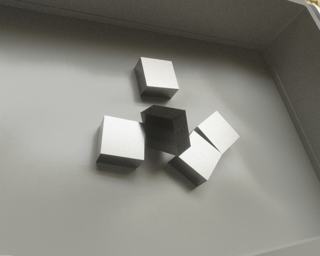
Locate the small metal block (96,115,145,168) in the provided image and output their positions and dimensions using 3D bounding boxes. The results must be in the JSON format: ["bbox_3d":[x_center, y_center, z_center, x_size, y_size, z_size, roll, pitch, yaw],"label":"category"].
[{"bbox_3d":[-0.046,0.017,0.370,0.050,0.025,0.050,11,57,-19],"label":"small metal block"}]

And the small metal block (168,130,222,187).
[{"bbox_3d":[0.047,0.040,0.408,0.050,0.025,0.050,40,51,-2],"label":"small metal block"}]

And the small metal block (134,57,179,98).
[{"bbox_3d":[-0.005,-0.072,0.448,0.050,0.025,0.050,2,61,-28],"label":"small metal block"}]

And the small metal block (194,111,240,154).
[{"bbox_3d":[0.078,0.011,0.443,0.050,0.025,0.050,49,51,6],"label":"small metal block"}]

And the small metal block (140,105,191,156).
[{"bbox_3d":[0.007,0.002,0.380,0.025,0.050,0.050,-35,125,-39],"label":"small metal block"}]
